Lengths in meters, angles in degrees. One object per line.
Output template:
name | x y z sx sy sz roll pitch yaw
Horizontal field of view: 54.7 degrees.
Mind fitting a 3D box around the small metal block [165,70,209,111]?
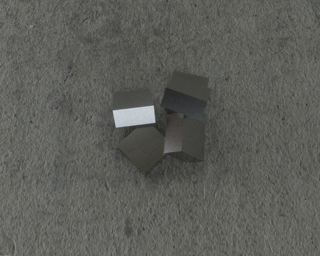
small metal block | 0.037 -0.047 0.427 0.050 0.025 0.050 13 70 4

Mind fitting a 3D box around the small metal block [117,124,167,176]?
small metal block | -0.018 0.026 0.400 0.050 0.025 0.050 -43 76 -14

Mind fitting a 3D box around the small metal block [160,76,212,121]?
small metal block | 0.034 -0.038 0.383 0.050 0.025 0.050 20 28 7

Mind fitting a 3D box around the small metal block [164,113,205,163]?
small metal block | 0.032 0.013 0.389 0.025 0.050 0.050 -11 64 37

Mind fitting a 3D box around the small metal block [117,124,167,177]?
small metal block | -0.018 0.026 0.400 0.050 0.025 0.050 -43 76 -14

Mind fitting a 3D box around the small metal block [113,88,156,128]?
small metal block | -0.034 -0.027 0.406 0.050 0.025 0.050 -7 33 -3
